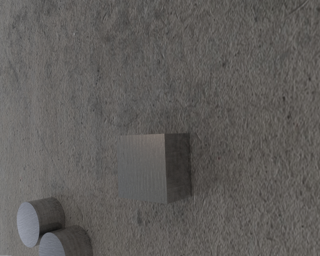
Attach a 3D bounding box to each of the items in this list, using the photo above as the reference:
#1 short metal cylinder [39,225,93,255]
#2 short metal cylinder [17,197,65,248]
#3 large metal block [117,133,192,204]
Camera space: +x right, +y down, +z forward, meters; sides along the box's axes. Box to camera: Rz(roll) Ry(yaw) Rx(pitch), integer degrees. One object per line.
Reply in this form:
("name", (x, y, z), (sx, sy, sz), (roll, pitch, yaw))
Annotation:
("short metal cylinder", (-0.158, 0.209, 0.520), (0.080, 0.050, 0.080), (0, 90, 40))
("short metal cylinder", (-0.219, 0.172, 0.570), (0.080, 0.050, 0.080), (0, 90, 40))
("large metal block", (-0.008, 0.048, 0.395), (0.080, 0.050, 0.080), (-4, 88, 40))
